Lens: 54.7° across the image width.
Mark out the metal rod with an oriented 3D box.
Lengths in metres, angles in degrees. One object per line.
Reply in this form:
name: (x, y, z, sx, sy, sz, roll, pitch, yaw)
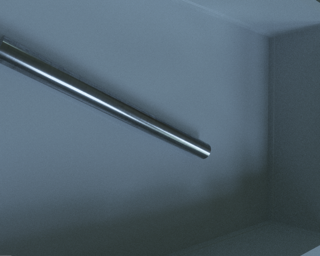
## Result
metal rod: (-0.041, -0.019, 0.373, 0.301, 0.025, 0.025, 27, 73, -37)
